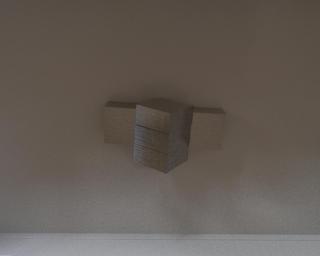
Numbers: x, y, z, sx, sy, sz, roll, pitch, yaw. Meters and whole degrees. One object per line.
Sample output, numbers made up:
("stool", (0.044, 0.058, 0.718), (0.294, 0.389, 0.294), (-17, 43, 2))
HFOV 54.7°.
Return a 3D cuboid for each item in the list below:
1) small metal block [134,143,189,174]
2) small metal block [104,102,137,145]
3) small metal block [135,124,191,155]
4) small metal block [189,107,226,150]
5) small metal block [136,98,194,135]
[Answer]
("small metal block", (0.002, 0.031, 0.397), (0.050, 0.050, 0.025), (16, 113, 33))
("small metal block", (-0.046, -0.006, 0.407), (0.050, 0.025, 0.050), (4, 110, -2))
("small metal block", (0.004, 0.007, 0.388), (0.050, 0.050, 0.025), (16, 113, 33))
("small metal block", (0.057, 0.000, 0.411), (0.050, 0.025, 0.050), (3, 110, -2))
("small metal block", (0.006, -0.016, 0.379), (0.050, 0.050, 0.025), (17, 113, 32))
